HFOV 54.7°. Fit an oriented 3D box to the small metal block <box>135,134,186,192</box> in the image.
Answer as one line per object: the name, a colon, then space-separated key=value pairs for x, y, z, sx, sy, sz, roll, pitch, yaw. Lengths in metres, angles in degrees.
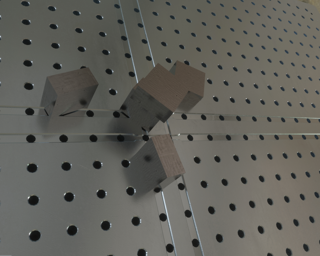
small metal block: x=-0.001 y=0.042 z=0.368 sx=0.025 sy=0.050 sz=0.050 roll=-9 pitch=67 yaw=-33

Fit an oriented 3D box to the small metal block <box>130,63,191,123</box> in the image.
small metal block: x=0.001 y=-0.042 z=0.372 sx=0.050 sy=0.025 sz=0.050 roll=37 pitch=51 yaw=-4

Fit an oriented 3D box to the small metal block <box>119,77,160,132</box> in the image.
small metal block: x=-0.018 y=-0.029 z=0.402 sx=0.050 sy=0.050 sz=0.025 roll=39 pitch=51 yaw=-3

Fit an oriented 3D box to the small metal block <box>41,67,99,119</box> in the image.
small metal block: x=-0.106 y=-0.041 z=0.361 sx=0.050 sy=0.050 sz=0.025 roll=-23 pitch=75 yaw=-37

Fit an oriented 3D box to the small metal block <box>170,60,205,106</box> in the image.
small metal block: x=0.040 y=-0.069 z=0.473 sx=0.050 sy=0.025 sz=0.050 roll=21 pitch=54 yaw=-16
